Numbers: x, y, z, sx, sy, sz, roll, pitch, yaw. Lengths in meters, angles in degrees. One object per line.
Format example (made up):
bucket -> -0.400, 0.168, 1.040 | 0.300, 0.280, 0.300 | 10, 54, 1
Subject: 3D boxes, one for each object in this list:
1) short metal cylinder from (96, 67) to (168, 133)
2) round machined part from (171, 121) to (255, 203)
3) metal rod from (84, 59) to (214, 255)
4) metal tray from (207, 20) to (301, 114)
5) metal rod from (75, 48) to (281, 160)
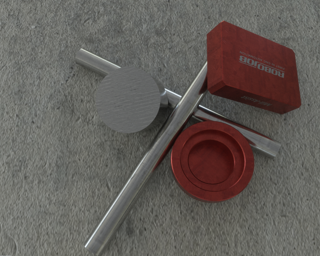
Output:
short metal cylinder -> -0.034, -0.034, 0.394 | 0.080, 0.050, 0.080 | 0, 90, 11
round machined part -> 0.062, 0.044, 0.385 | 0.099, 0.042, 0.098 | 0, 70, 0
metal rod -> 0.004, 0.018, 0.384 | 0.025, 0.025, 0.300 | 32, 79, 11
metal tray -> 0.124, -0.076, 0.405 | 0.131, 0.030, 0.090 | 12, 68, -26
metal rod -> 0.018, -0.037, 0.424 | 0.301, 0.025, 0.025 | 27, 72, 9
